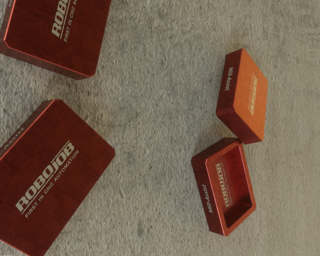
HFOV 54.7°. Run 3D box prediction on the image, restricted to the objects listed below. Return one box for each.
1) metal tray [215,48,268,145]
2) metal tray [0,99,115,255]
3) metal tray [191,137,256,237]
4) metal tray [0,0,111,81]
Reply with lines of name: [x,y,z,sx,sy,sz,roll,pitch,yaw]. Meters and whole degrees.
metal tray: [0.134,-0.051,0.492,0.090,0.030,0.130,40,51,-33]
metal tray: [-0.115,0.047,0.305,0.090,0.030,0.130,48,61,-29]
metal tray: [0.103,0.090,0.487,0.091,0.030,0.129,-26,107,-37]
metal tray: [-0.100,-0.124,0.317,0.091,0.030,0.129,17,79,-39]
